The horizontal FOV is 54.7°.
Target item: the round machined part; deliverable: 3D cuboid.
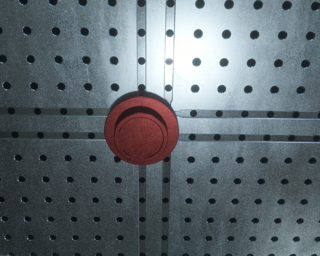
[{"bbox_3d":[-0.024,0.006,0.406,0.099,0.042,0.097,0,110,-1],"label":"round machined part"}]
